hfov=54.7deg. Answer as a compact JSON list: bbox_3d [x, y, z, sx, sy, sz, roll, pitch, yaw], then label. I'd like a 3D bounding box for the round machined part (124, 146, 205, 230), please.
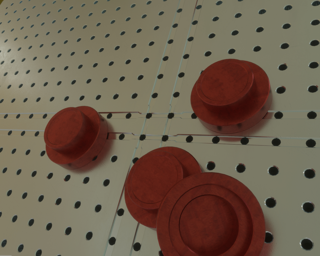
[{"bbox_3d":[0.001,0.065,0.356,0.098,0.042,0.098,-13,56,20],"label":"round machined part"}]

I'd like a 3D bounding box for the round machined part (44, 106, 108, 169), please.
[{"bbox_3d":[-0.131,0.008,0.459,0.098,0.042,0.098,-13,56,20],"label":"round machined part"}]

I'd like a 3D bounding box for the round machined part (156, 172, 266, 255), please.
[{"bbox_3d":[0.045,0.092,0.297,0.099,0.042,0.097,0,79,-2],"label":"round machined part"}]

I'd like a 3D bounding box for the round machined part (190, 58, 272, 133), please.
[{"bbox_3d":[0.084,-0.046,0.381,0.098,0.042,0.098,-13,56,20],"label":"round machined part"}]
